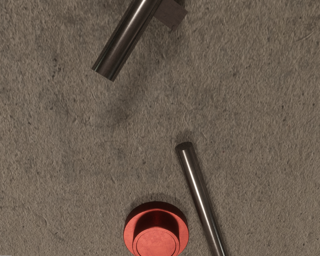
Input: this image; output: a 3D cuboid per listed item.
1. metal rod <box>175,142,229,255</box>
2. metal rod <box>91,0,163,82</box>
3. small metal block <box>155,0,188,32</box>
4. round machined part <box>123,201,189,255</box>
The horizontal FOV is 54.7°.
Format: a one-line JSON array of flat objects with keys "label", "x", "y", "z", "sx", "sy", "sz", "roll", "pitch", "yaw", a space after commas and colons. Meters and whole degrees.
[{"label": "metal rod", "x": 0.079, "y": 0.157, "z": 0.468, "sx": 0.025, "sy": 0.025, "sz": 0.298, "roll": -18, "pitch": 110, "yaw": 6}, {"label": "metal rod", "x": 0.021, "y": -0.179, "z": 0.303, "sx": 0.025, "sy": 0.025, "sz": 0.299, "roll": 31, "pitch": 91, "yaw": -11}, {"label": "small metal block", "x": 0.002, "y": -0.135, "z": 0.347, "sx": 0.050, "sy": 0.050, "sz": 0.025, "roll": 34, "pitch": 106, "yaw": -12}, {"label": "round machined part", "x": -0.005, "y": 0.162, "z": 0.461, "sx": 0.099, "sy": 0.042, "sz": 0.097, "roll": 0, "pitch": 110, "yaw": -1}]
